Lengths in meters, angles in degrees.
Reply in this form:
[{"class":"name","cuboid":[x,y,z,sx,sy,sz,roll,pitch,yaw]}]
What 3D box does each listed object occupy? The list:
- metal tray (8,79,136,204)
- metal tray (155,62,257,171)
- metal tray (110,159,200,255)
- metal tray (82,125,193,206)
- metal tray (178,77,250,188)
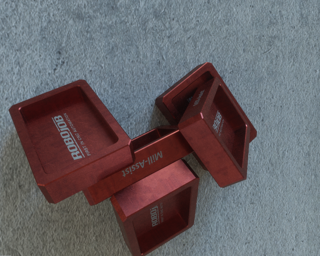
[{"class":"metal tray","cuboid":[-0.095,0.005,0.325,0.091,0.130,0.030,-26,138,-19]},{"class":"metal tray","cuboid":[0.067,-0.014,0.433,0.090,0.030,0.130,-40,103,-16]},{"class":"metal tray","cuboid":[-0.002,0.100,0.364,0.091,0.030,0.129,-26,144,-18]},{"class":"metal tray","cuboid":[-0.033,0.037,0.364,0.131,0.090,0.030,-26,99,-18]},{"class":"metal tray","cuboid":[0.073,-0.001,0.379,0.090,0.030,0.130,54,29,-13]}]
